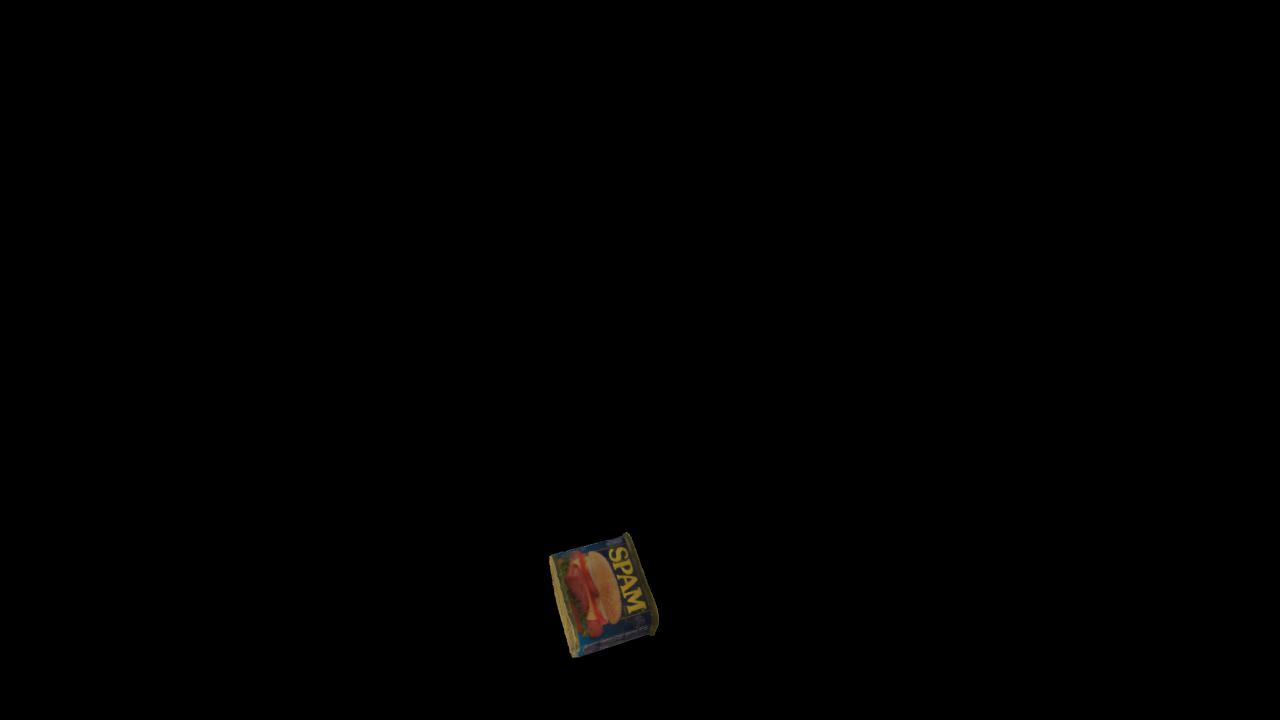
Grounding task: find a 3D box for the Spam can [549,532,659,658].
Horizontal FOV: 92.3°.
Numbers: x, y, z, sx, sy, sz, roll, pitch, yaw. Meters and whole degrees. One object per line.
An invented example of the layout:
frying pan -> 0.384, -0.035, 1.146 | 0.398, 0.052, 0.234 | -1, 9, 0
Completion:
Spam can -> -0.039, 0.235, 0.618 | 0.085, 0.101, 0.058 | -9, -42, -18
